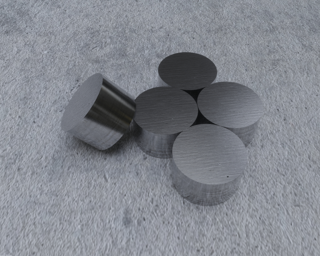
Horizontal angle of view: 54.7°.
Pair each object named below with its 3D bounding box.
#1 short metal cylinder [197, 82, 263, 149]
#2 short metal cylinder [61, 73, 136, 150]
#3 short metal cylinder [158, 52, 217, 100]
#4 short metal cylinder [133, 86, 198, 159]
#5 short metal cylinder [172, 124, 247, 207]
[{"bbox_3d":[0.086,-0.015,0.401,0.080,0.050,0.080,0,50,0],"label":"short metal cylinder"},{"bbox_3d":[-0.075,-0.020,0.378,0.080,0.050,0.080,-33,39,32],"label":"short metal cylinder"},{"bbox_3d":[0.038,-0.063,0.442,0.080,0.050,0.080,0,50,0],"label":"short metal cylinder"},{"bbox_3d":[0.006,-0.007,0.394,0.080,0.050,0.080,0,50,0],"label":"short metal cylinder"},{"bbox_3d":[0.054,0.042,0.354,0.080,0.050,0.080,0,50,0],"label":"short metal cylinder"}]
